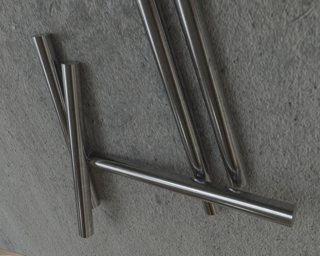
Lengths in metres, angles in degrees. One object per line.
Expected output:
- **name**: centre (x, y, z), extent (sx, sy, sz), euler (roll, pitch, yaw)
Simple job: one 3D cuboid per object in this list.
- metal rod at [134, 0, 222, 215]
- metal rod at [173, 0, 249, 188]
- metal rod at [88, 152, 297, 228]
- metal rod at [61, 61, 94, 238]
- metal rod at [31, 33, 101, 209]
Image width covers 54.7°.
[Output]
- **metal rod**: centre (0.029, -0.016, 0.381), extent (0.025, 0.025, 0.298), euler (-6, 116, 31)
- **metal rod**: centre (0.052, -0.062, 0.340), extent (0.025, 0.025, 0.299), euler (-7, 115, 31)
- **metal rod**: centre (0.019, 0.072, 0.413), extent (0.300, 0.025, 0.025), euler (10, 123, 33)
- **metal rod**: centre (-0.124, 0.047, 0.478), extent (0.025, 0.025, 0.298), euler (12, 116, 22)
- **metal rod**: centre (-0.139, 0.006, 0.483), extent (0.025, 0.025, 0.298), euler (6, 121, 25)
